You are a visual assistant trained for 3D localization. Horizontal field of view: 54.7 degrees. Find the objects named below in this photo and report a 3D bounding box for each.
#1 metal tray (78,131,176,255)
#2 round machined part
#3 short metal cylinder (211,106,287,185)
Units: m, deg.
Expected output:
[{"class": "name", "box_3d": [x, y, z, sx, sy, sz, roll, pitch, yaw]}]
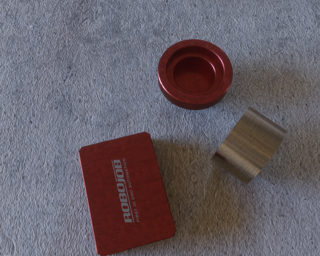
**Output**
[{"class": "metal tray", "box_3d": [-0.041, 0.077, 0.377, 0.091, 0.030, 0.130, -14, 71, -6]}, {"class": "round machined part", "box_3d": [0.046, -0.069, 0.425, 0.099, 0.042, 0.098, 0, 70, -1]}, {"class": "short metal cylinder", "box_3d": [0.105, 0.021, 0.373, 0.050, 0.080, 0.080, 36, 74, 12]}]
